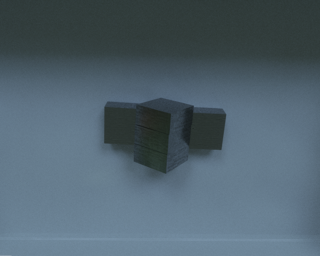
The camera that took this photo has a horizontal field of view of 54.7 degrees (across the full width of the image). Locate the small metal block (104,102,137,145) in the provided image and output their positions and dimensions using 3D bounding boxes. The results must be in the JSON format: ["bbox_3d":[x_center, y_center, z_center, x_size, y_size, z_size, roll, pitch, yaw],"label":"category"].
[{"bbox_3d":[-0.046,-0.006,0.407,0.050,0.025,0.050,4,110,-2],"label":"small metal block"}]

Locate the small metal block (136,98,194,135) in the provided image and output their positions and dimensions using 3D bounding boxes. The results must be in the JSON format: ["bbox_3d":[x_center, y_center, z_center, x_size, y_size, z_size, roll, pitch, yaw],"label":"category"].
[{"bbox_3d":[0.006,-0.016,0.379,0.050,0.050,0.025,17,113,32],"label":"small metal block"}]

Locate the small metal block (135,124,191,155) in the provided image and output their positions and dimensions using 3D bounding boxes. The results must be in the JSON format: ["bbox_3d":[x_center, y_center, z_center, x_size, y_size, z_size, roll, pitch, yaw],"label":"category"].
[{"bbox_3d":[0.004,0.007,0.388,0.050,0.050,0.025,16,113,33],"label":"small metal block"}]

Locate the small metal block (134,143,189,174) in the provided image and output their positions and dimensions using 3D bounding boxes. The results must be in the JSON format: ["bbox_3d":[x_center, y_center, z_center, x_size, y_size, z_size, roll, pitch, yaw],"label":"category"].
[{"bbox_3d":[0.002,0.031,0.397,0.050,0.050,0.025,16,113,33],"label":"small metal block"}]

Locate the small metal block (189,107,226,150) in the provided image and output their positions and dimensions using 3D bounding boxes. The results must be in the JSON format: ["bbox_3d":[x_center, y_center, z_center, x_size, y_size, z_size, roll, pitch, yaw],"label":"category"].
[{"bbox_3d":[0.057,0.000,0.411,0.050,0.025,0.050,3,110,-2],"label":"small metal block"}]
